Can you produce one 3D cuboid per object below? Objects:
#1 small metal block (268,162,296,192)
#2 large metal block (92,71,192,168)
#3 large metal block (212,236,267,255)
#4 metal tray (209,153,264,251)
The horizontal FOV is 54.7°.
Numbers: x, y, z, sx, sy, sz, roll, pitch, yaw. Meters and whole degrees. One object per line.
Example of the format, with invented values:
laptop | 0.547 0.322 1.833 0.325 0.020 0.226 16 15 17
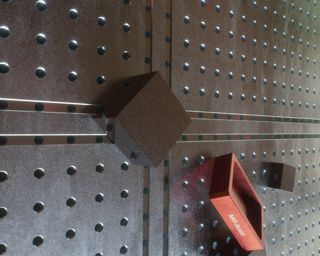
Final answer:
small metal block | 0.242 0.098 0.612 0.050 0.025 0.050 19 78 -39
large metal block | -0.019 -0.010 0.377 0.080 0.050 0.080 -52 120 -27
large metal block | 0.132 0.231 0.504 0.081 0.050 0.080 -24 105 -37
metal tray | 0.123 0.115 0.483 0.130 0.030 0.090 56 32 -24
